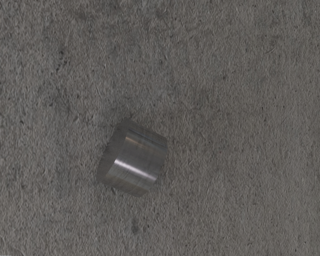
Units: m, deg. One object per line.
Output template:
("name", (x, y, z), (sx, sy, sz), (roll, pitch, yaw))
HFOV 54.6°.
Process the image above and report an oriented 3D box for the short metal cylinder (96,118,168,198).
("short metal cylinder", (-0.034, 0.035, 0.367), (0.050, 0.080, 0.080), (28, 81, -18))
